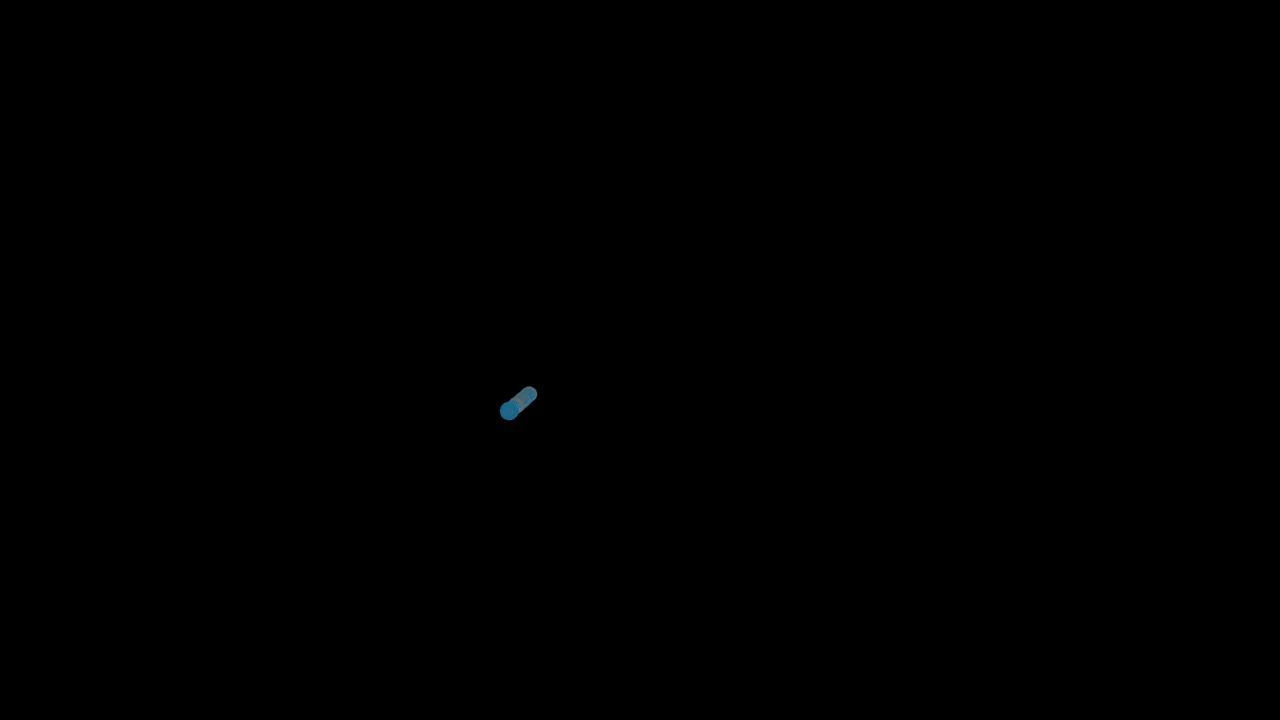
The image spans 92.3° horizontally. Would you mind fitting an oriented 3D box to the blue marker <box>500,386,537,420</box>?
[{"bbox_3d":[-0.132,0.046,0.675,0.020,0.020,0.121,0,6,0],"label":"blue marker"}]
